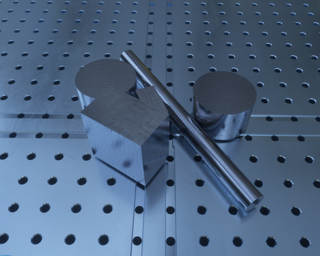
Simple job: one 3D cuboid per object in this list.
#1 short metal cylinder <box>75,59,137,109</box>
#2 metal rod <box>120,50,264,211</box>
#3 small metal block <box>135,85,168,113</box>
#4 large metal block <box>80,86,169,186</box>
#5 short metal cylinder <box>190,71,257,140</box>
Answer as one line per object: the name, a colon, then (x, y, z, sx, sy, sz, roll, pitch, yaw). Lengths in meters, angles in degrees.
short metal cylinder: (-0.072, -0.051, 0.429, 0.081, 0.050, 0.080, 0, 50, 0)
metal rod: (0.025, -0.017, 0.417, 0.025, 0.025, 0.300, -25, 55, -20)
small metal block: (-0.011, -0.018, 0.401, 0.025, 0.050, 0.050, -17, 52, -13)
large metal block: (-0.037, 0.010, 0.358, 0.080, 0.080, 0.050, 27, 56, 21)
short metal cylinder: (0.082, -0.031, 0.413, 0.081, 0.050, 0.080, 0, 50, 0)
